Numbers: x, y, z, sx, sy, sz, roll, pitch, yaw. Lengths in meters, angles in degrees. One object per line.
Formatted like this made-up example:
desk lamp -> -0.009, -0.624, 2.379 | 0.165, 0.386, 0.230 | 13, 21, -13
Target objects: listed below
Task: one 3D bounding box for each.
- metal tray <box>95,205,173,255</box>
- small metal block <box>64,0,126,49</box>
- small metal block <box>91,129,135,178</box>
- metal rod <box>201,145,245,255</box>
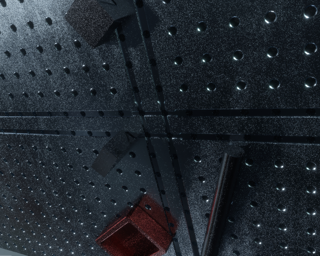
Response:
metal tray -> -0.049, 0.201, 0.556 | 0.090, 0.030, 0.129 | 43, 129, -2
small metal block -> -0.078, -0.132, 0.369 | 0.050, 0.025, 0.050 | 47, 129, -5
small metal block -> -0.068, 0.037, 0.452 | 0.025, 0.050, 0.050 | 38, 129, 2
metal rod -> 0.082, 0.152, 0.461 | 0.025, 0.025, 0.298 | 17, 125, 18
